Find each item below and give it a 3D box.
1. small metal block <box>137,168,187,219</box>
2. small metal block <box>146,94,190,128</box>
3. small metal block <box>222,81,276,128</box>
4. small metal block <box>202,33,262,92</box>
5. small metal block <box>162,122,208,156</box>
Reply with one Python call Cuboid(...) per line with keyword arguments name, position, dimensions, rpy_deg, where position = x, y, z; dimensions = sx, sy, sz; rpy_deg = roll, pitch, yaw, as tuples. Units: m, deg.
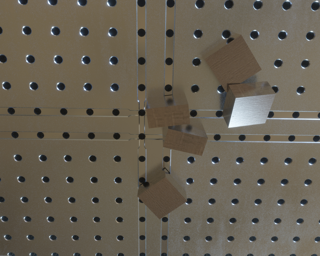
Cuboid(name="small metal block", position=(0.003, 0.096, 0.449), dimensions=(0.050, 0.025, 0.050), rpy_deg=(-37, 107, 12))
Cuboid(name="small metal block", position=(0.010, -0.022, 0.392), dimensions=(0.050, 0.050, 0.025), rpy_deg=(-6, 110, 2))
Cuboid(name="small metal block", position=(0.110, -0.029, 0.390), dimensions=(0.050, 0.025, 0.050), rpy_deg=(-7, 136, -8))
Cuboid(name="small metal block", position=(0.089, -0.081, 0.385), dimensions=(0.050, 0.025, 0.050), rpy_deg=(-33, 107, 11))
Cuboid(name="small metal block", position=(0.031, 0.009, 0.404), dimensions=(0.050, 0.050, 0.025), rpy_deg=(14, 110, -5))
